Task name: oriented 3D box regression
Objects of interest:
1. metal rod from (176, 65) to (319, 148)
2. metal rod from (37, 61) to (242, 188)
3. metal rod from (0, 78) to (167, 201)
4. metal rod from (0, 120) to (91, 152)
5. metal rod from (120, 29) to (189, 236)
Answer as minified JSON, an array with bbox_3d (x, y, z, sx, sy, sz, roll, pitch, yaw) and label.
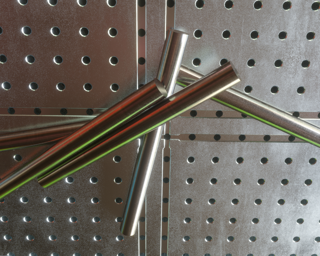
[{"bbox_3d":[0.158,-0.011,0.411,0.302,0.025,0.025,23,108,-9],"label":"metal rod"},{"bbox_3d":[-0.042,0.007,0.381,0.300,0.025,0.025,-29,109,23],"label":"metal rod"},{"bbox_3d":[-0.121,0.026,0.396,0.300,0.025,0.025,-30,108,20],"label":"metal rod"},{"bbox_3d":[-0.173,0.014,0.416,0.302,0.025,0.025,-9,110,2],"label":"metal rod"},{"bbox_3d":[-0.014,0.023,0.409,0.025,0.025,0.298,13,114,-5],"label":"metal rod"}]
